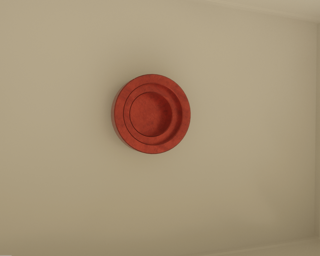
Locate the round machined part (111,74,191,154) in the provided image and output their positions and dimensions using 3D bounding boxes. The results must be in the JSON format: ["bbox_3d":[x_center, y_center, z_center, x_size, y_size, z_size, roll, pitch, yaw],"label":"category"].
[{"bbox_3d":[-0.014,-0.017,0.396,0.099,0.042,0.097,0,90,-20],"label":"round machined part"}]
